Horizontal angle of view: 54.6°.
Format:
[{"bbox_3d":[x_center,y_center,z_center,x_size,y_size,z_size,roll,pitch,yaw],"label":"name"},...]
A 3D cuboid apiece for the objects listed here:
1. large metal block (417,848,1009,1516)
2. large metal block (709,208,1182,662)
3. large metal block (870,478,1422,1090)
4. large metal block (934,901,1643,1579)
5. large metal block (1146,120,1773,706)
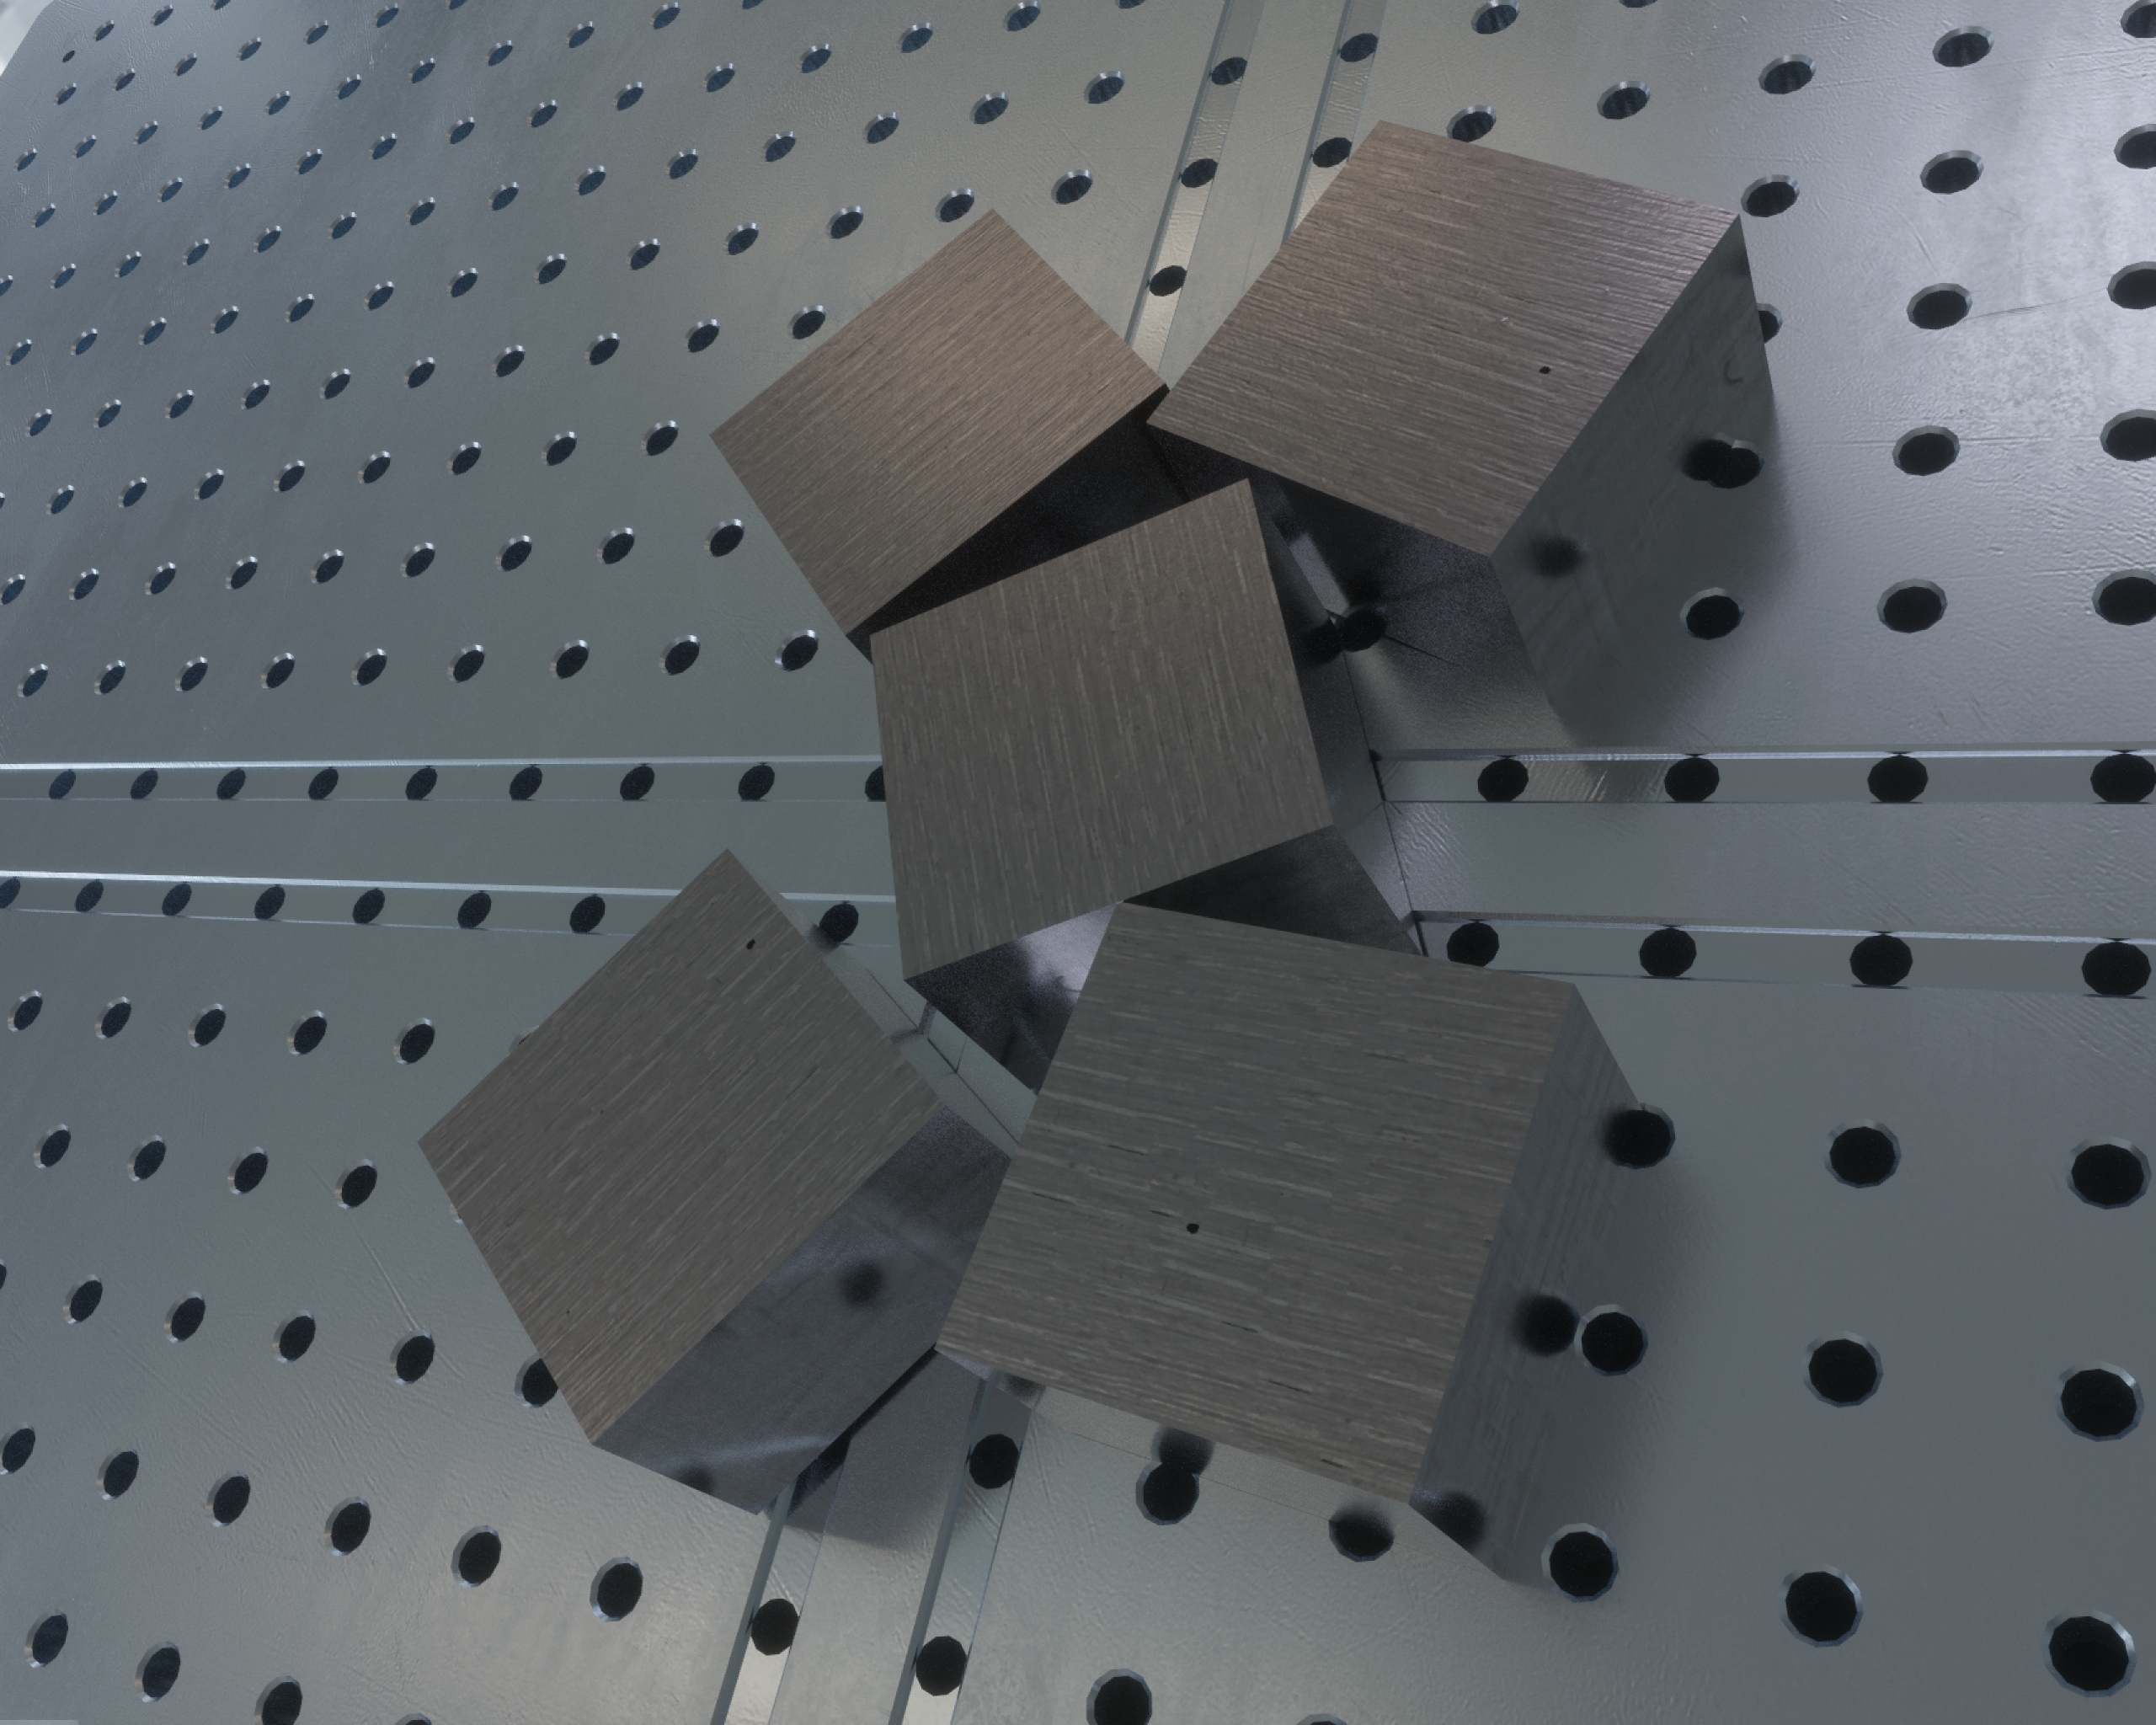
[{"bbox_3d":[-0.063,0.058,0.388,0.080,0.050,0.080,-44,51,-3],"label":"large metal block"},{"bbox_3d":[-0.022,-0.083,0.455,0.080,0.050,0.080,-38,50,3],"label":"large metal block"},{"bbox_3d":[0.011,-0.014,0.395,0.080,0.050,0.080,-20,54,16],"label":"large metal block"},{"bbox_3d":[0.036,0.059,0.338,0.080,0.050,0.080,10,66,32],"label":"large metal block"},{"bbox_3d":[0.075,-0.089,0.407,0.080,0.050,0.080,30,78,35],"label":"large metal block"}]
